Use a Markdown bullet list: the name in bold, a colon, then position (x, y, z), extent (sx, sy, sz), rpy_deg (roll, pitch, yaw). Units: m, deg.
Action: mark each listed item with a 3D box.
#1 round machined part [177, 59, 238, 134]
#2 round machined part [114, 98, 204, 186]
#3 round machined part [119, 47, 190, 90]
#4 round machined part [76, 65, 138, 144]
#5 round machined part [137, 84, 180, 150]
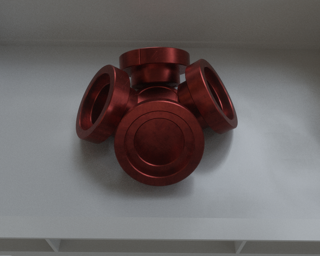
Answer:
- **round machined part**: position (0.058, -0.036, 0.400), extent (0.042, 0.098, 0.098), rpy_deg (-27, 45, 25)
- **round machined part**: position (-0.001, 0.013, 0.356), extent (0.099, 0.097, 0.042), rpy_deg (-1, 14, -1)
- **round machined part**: position (-0.007, -0.078, 0.433), extent (0.099, 0.098, 0.042), rpy_deg (-3, 88, -3)
- **round machined part**: position (-0.064, -0.026, 0.389), extent (0.042, 0.098, 0.098), rpy_deg (22, 41, -32)
- **round machined part**: position (-0.003, -0.021, 0.409), extent (0.099, 0.042, 0.098), rpy_deg (0, 50, 0)
